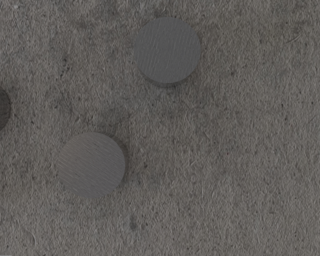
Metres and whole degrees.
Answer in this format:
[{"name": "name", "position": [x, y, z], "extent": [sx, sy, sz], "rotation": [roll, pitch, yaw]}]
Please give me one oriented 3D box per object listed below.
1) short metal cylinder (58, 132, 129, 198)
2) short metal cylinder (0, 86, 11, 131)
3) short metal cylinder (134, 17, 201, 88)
[{"name": "short metal cylinder", "position": [-0.082, 0.045, 0.397], "extent": [0.081, 0.050, 0.080], "rotation": [0, 90, 0]}, {"name": "short metal cylinder", "position": [-0.243, -0.026, 0.395], "extent": [0.081, 0.050, 0.080], "rotation": [0, 90, 0]}, {"name": "short metal cylinder", "position": [0.009, -0.094, 0.397], "extent": [0.081, 0.050, 0.080], "rotation": [0, 90, 0]}]
